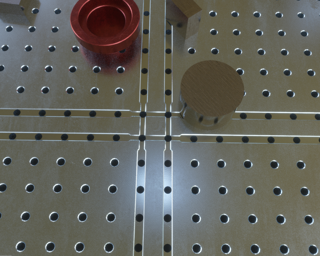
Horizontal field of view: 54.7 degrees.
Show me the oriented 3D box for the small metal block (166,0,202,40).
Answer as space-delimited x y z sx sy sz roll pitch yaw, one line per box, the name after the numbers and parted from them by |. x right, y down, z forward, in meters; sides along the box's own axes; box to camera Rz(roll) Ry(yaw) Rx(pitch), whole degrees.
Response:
0.034 -0.169 0.461 0.025 0.050 0.050 -35 74 -12 | small metal block

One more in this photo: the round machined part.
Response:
-0.078 -0.151 0.457 0.099 0.042 0.098 0 70 -1 | round machined part

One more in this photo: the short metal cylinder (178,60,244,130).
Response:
0.066 -0.043 0.415 0.081 0.050 0.080 0 70 0 | short metal cylinder

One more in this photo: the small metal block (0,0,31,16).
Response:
-0.233 -0.207 0.485 0.050 0.025 0.050 8 70 2 | small metal block
